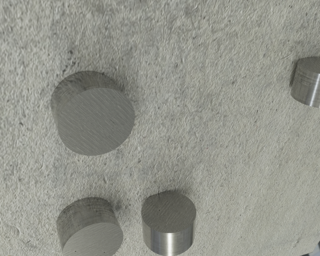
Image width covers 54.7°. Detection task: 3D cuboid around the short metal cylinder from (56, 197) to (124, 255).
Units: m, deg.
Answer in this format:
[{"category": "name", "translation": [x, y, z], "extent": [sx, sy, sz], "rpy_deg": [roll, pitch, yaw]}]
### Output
[{"category": "short metal cylinder", "translation": [-0.097, 0.143, 0.426], "extent": [0.081, 0.050, 0.079], "rpy_deg": [-14, 124, -21]}]

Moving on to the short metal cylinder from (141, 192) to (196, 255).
[{"category": "short metal cylinder", "translation": [0.013, 0.142, 0.466], "extent": [0.081, 0.080, 0.050], "rpy_deg": [-14, 124, -21]}]

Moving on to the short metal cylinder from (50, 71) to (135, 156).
[{"category": "short metal cylinder", "translation": [-0.074, -0.017, 0.340], "extent": [0.081, 0.050, 0.079], "rpy_deg": [-14, 124, -21]}]

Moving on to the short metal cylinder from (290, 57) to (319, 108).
[{"category": "short metal cylinder", "translation": [0.242, -0.069, 0.460], "extent": [0.081, 0.080, 0.050], "rpy_deg": [-14, 124, -21]}]
